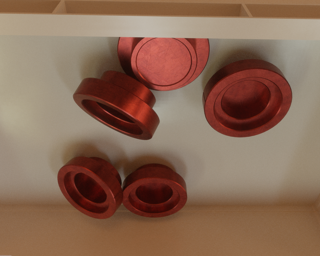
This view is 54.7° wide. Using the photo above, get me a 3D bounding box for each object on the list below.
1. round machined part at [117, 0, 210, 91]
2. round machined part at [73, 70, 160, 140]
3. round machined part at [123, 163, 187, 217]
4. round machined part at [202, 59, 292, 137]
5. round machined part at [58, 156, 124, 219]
[{"bbox_3d":[0.004,-0.080,0.330,0.099,0.042,0.097,-1,130,0],"label":"round machined part"},{"bbox_3d":[-0.044,-0.029,0.352,0.098,0.042,0.098,24,163,8],"label":"round machined part"},{"bbox_3d":[-0.009,0.092,0.477,0.099,0.042,0.097,-1,130,0],"label":"round machined part"},{"bbox_3d":[0.099,-0.038,0.367,0.099,0.042,0.097,-1,130,0],"label":"round machined part"},{"bbox_3d":[-0.095,0.081,0.449,0.098,0.042,0.097,14,125,21],"label":"round machined part"}]
